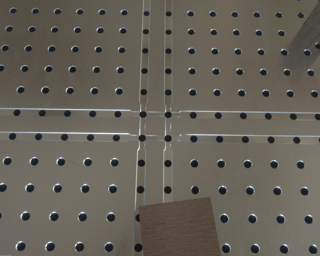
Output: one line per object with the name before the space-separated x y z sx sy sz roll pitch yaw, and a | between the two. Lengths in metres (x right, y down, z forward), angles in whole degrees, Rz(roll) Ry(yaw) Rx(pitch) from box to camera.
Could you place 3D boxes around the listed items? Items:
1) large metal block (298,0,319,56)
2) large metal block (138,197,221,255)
large metal block | 0.262 -0.162 0.445 0.080 0.080 0.050 -31 73 -11
large metal block | 0.021 0.127 0.352 0.081 0.050 0.080 -7 70 -3
